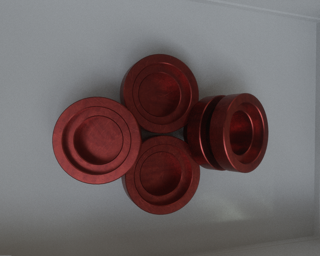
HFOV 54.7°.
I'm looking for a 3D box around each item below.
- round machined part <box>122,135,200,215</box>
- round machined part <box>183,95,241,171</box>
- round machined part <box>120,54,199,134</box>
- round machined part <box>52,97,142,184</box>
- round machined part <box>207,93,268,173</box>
[{"bbox_3d":[-0.002,0.057,0.398,0.099,0.042,0.097,0,90,-20],"label":"round machined part"},{"bbox_3d":[0.069,0.006,0.414,0.099,0.042,0.097,1,89,-42],"label":"round machined part"},{"bbox_3d":[-0.003,-0.042,0.398,0.099,0.042,0.097,0,90,-20],"label":"round machined part"},{"bbox_3d":[-0.070,0.014,0.363,0.099,0.042,0.097,0,90,1],"label":"round machined part"},{"bbox_3d":[0.093,0.006,0.393,0.099,0.042,0.097,0,90,-42],"label":"round machined part"}]
